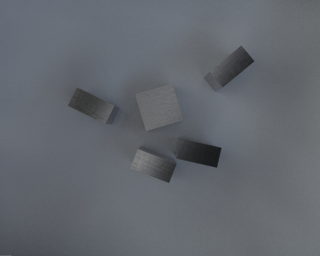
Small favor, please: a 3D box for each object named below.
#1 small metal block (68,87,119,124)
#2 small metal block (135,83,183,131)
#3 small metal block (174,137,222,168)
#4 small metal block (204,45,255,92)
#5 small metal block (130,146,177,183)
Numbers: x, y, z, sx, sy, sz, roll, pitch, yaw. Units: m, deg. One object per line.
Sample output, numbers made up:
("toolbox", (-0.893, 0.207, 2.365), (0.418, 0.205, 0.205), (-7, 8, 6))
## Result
("small metal block", (-0.083, -0.027, 0.398), (0.050, 0.050, 0.025), (26, 90, -1))
("small metal block", (-0.001, -0.027, 0.411), (0.050, 0.025, 0.050), (-16, 90, -1))
("small metal block", (0.047, 0.030, 0.400), (0.050, 0.050, 0.025), (13, 90, -1))
("small metal block", (0.087, -0.075, 0.400), (0.050, 0.050, 0.025), (-40, 90, 0))
("small metal block", (-0.008, 0.046, 0.399), (0.050, 0.050, 0.025), (21, 90, -1))
